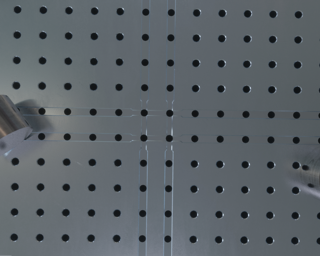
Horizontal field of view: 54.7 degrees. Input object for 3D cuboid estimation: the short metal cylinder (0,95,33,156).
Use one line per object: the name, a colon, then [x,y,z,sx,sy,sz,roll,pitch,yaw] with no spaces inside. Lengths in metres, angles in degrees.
short metal cylinder: [-0.209,0.003,0.384,0.080,0.080,0.050,-37,90,0]

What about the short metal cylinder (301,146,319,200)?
short metal cylinder: [0.234,0.063,0.403,0.081,0.050,0.079,0,90,0]
